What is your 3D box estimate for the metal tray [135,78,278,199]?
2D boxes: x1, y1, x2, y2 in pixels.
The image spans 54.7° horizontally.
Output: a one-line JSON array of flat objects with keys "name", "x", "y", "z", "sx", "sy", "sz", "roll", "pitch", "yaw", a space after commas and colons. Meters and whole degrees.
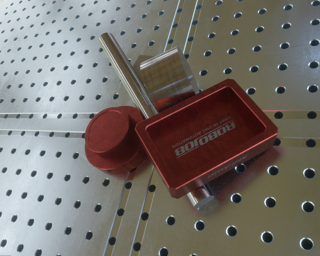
[{"name": "metal tray", "x": 0.050, "y": 0.008, "z": 0.346, "sx": 0.131, "sy": 0.030, "sz": 0.090, "roll": -27, "pitch": 59, "yaw": -9}]

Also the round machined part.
[{"name": "round machined part", "x": -0.062, "y": 0.010, "z": 0.421, "sx": 0.098, "sy": 0.042, "sz": 0.098, "roll": -13, "pitch": 56, "yaw": 20}]

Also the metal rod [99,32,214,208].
[{"name": "metal rod", "x": -0.019, "y": -0.030, "z": 0.413, "sx": 0.025, "sy": 0.025, "sz": 0.299, "roll": -34, "pitch": 59, "yaw": 5}]

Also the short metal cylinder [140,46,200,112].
[{"name": "short metal cylinder", "x": 0.016, "y": -0.058, "z": 0.399, "sx": 0.050, "sy": 0.080, "sz": 0.080, "roll": -23, "pitch": 54, "yaw": 14}]

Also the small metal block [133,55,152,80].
[{"name": "small metal block", "x": -0.016, "y": -0.081, "z": 0.465, "sx": 0.050, "sy": 0.025, "sz": 0.050, "roll": 14, "pitch": 69, "yaw": 33}]
